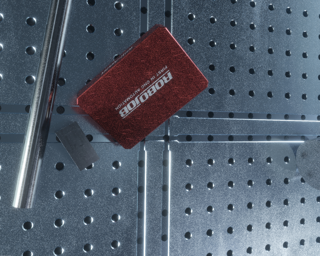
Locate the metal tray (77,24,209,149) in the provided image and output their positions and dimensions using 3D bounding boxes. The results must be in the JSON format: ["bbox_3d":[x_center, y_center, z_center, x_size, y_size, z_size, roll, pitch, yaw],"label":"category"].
[{"bbox_3d":[-0.021,-0.046,0.369,0.130,0.030,0.090,-39,114,9],"label":"metal tray"}]

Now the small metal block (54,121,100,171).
[{"bbox_3d":[-0.098,0.020,0.364,0.025,0.050,0.050,-33,101,-17],"label":"small metal block"}]

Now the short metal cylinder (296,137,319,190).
[{"bbox_3d":[0.262,0.052,0.483,0.050,0.080,0.079,-11,94,-20],"label":"short metal cylinder"}]

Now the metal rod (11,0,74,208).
[{"bbox_3d":[-0.132,-0.058,0.363,0.025,0.025,0.298,11,86,-20],"label":"metal rod"}]

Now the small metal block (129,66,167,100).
[{"bbox_3d":[-0.019,-0.055,0.393,0.050,0.050,0.025,25,82,-19],"label":"small metal block"}]
